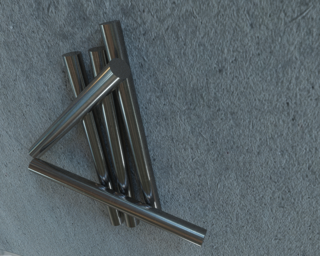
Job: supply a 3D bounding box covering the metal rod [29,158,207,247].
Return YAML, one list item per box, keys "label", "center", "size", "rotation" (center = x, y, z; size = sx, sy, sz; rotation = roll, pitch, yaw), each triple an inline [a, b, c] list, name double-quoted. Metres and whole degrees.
- label: "metal rod"
  center: [-0.075, 0.108, 0.477]
  size: [0.301, 0.025, 0.025]
  rotation: [19, 126, 16]

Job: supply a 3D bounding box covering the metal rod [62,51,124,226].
- label: "metal rod"
  center: [-0.095, 0.033, 0.475]
  size: [0.025, 0.025, 0.298]
  rotation: [5, 121, 25]

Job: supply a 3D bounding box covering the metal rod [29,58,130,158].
- label: "metal rod"
  center: [-0.130, -0.011, 0.437]
  size: [0.025, 0.025, 0.299]
  rotation: [51, 137, -8]

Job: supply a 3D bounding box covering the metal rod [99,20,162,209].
- label: "metal rod"
  center: [-0.033, 0.008, 0.427]
  size: [0.025, 0.025, 0.298]
  rotation: [3, 120, 26]

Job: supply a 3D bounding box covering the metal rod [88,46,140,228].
- label: "metal rod"
  center: [-0.062, 0.031, 0.456]
  size: [0.025, 0.025, 0.298]
  rotation: [8, 122, 24]
